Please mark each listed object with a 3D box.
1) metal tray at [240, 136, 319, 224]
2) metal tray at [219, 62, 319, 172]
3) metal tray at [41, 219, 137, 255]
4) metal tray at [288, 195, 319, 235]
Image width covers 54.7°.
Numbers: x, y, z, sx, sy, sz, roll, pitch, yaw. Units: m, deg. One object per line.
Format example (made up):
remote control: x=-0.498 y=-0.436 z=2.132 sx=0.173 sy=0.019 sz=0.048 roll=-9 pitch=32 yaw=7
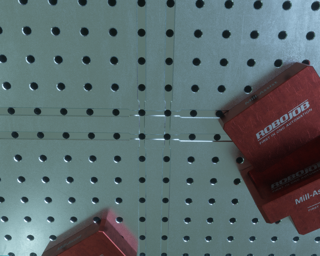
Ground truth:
metal tray: x=0.180 y=0.061 z=0.403 sx=0.130 sy=0.090 sz=0.030 roll=-29 pitch=108 yaw=9
metal tray: x=0.157 y=-0.012 z=0.409 sx=0.130 sy=0.030 sz=0.090 roll=-37 pitch=107 yaw=12
metal tray: x=-0.114 y=0.211 z=0.487 sx=0.130 sy=0.030 sz=0.090 roll=-32 pitch=107 yaw=11
metal tray: x=0.243 y=0.090 z=0.448 sx=0.130 sy=0.030 sz=0.090 roll=-27 pitch=108 yaw=9
